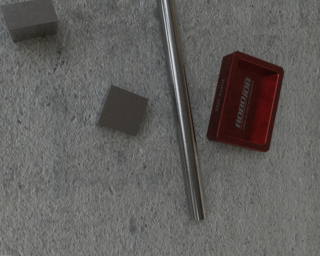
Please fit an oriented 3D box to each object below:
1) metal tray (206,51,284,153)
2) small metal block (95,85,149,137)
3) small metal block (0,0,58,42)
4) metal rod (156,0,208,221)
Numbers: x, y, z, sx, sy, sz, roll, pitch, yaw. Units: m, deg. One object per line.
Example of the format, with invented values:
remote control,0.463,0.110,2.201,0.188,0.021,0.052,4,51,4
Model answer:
metal tray,0.126,-0.036,0.454,0.091,0.030,0.129,14,85,-20
small metal block,-0.048,-0.021,0.392,0.050,0.025,0.050,20,83,-19
small metal block,-0.143,-0.119,0.343,0.050,0.050,0.025,-18,97,-19
metal rod,0.031,-0.023,0.421,0.025,0.025,0.298,-10,94,-20
